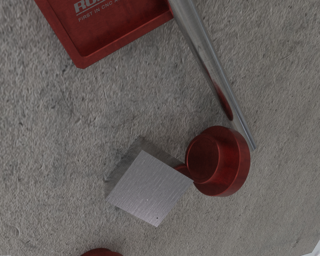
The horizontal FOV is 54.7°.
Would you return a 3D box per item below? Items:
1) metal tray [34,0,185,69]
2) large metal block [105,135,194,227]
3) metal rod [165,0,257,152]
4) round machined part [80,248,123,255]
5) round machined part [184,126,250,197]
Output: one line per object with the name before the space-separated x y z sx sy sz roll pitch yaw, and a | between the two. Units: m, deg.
metal tray | -0.047 -0.128 0.298 0.131 0.030 0.090 -32 129 -8
large metal block | -0.016 0.070 0.409 0.080 0.050 0.080 33 101 -18
metal rod | 0.079 -0.051 0.396 0.025 0.025 0.300 -41 136 -1
round machined part | -0.099 0.227 0.483 0.099 0.042 0.097 -14 124 -21
round machined part | 0.071 0.044 0.426 0.042 0.098 0.097 13 112 -34
